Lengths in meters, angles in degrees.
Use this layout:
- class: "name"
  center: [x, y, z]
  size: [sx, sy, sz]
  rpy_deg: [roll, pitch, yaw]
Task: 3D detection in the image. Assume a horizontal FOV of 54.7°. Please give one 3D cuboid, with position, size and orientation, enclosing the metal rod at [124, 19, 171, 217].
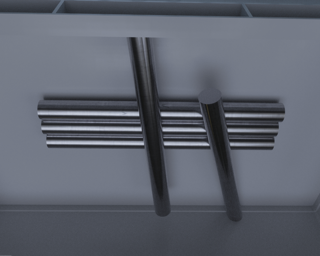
- class: "metal rod"
  center: [-0.008, 0.015, 0.387]
  size: [0.025, 0.025, 0.298]
  rpy_deg: [-4, 130, 3]

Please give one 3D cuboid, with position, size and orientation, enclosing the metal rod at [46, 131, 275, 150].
- class: "metal rod"
  center: [0.002, 0.017, 0.422]
  size: [0.302, 0.025, 0.025]
  rpy_deg: [1, 130, -1]

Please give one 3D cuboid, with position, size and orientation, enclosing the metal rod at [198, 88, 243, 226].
- class: "metal rod"
  center: [0.093, 0.063, 0.436]
  size: [0.025, 0.025, 0.299]
  rpy_deg: [-12, 136, 10]

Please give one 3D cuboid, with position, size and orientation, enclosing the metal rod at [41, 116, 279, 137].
- class: "metal rod"
  center: [0.001, -0.002, 0.405]
  size: [0.302, 0.025, 0.025]
  rpy_deg: [1, 130, -1]

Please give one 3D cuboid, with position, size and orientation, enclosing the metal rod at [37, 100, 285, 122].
- class: "metal rod"
  center: [0.003, -0.021, 0.389]
  size: [0.302, 0.025, 0.025]
  rpy_deg: [1, 130, -1]
